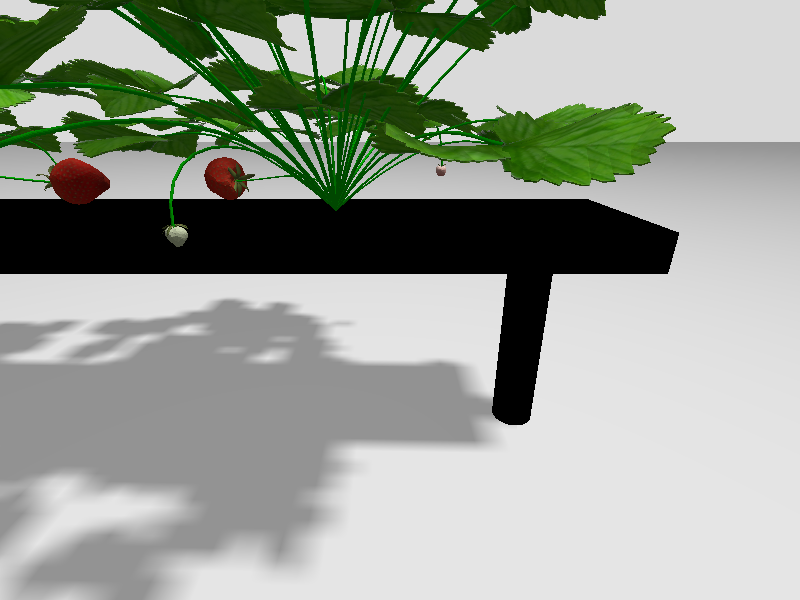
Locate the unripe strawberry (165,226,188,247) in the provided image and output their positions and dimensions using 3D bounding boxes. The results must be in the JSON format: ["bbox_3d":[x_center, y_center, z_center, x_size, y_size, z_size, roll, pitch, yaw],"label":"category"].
[{"bbox_3d":[-0.121,-0.034,0.216,0.011,0.011,0.010,10,25,23],"label":"unripe strawberry"}]

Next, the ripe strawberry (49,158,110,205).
[{"bbox_3d":[-0.299,-0.112,0.377,0.043,0.042,0.040,-4,23,-11],"label":"ripe strawberry"}]

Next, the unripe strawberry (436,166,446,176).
[{"bbox_3d":[0.053,-0.165,0.514,0.014,0.013,0.013,13,26,27],"label":"unripe strawberry"}]

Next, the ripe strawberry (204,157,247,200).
[{"bbox_3d":[-0.179,-0.122,0.404,0.042,0.041,0.039,12,26,27],"label":"ripe strawberry"}]
